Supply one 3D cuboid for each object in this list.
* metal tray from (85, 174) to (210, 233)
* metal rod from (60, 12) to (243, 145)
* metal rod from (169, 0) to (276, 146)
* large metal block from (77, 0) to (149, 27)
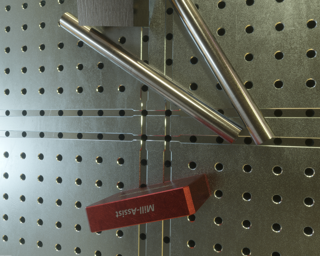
[{"bbox_3d":[-0.012,0.091,0.381,0.130,0.090,0.030,-16,85,19],"label":"metal tray"},{"bbox_3d":[-0.022,-0.075,0.419,0.300,0.025,0.025,36,101,16],"label":"metal rod"},{"bbox_3d":[0.055,-0.114,0.392,0.025,0.025,0.299,-32,80,17],"label":"metal rod"},{"bbox_3d":[-0.061,-0.176,0.409,0.080,0.050,0.079,7,109,19],"label":"large metal block"}]
